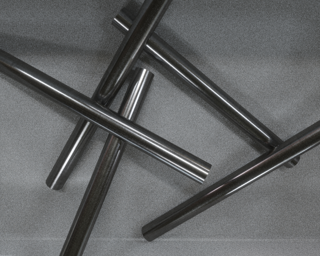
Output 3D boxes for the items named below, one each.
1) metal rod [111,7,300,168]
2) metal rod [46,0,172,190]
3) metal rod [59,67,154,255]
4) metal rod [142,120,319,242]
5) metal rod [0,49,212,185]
[{"bbox_3d":[0.067,-0.043,0.396,0.301,0.025,0.025,37,106,-13],"label":"metal rod"},{"bbox_3d":[-0.071,-0.034,0.380,0.025,0.025,0.298,30,113,-11],"label":"metal rod"},{"bbox_3d":[-0.073,0.068,0.374,0.025,0.025,0.299,22,85,-8],"label":"metal rod"},{"bbox_3d":[0.096,0.078,0.423,0.300,0.025,0.025,-36,107,19],"label":"metal rod"},{"bbox_3d":[-0.080,-0.020,0.359,0.301,0.025,0.025,29,108,7],"label":"metal rod"}]
